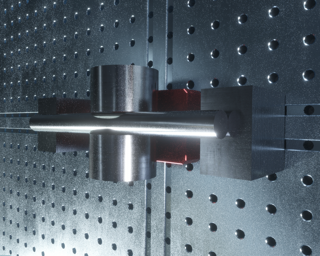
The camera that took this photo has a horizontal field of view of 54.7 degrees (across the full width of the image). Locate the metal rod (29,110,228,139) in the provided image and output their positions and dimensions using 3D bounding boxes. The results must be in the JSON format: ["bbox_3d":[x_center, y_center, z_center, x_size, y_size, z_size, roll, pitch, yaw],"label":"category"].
[{"bbox_3d":[-0.064,-0.005,0.357,0.300,0.025,0.025,1,91,40],"label":"metal rod"}]

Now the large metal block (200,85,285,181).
[{"bbox_3d":[0.083,0.004,0.304,0.050,0.081,0.080,1,91,40],"label":"large metal block"}]

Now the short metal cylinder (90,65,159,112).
[{"bbox_3d":[-0.042,-0.043,0.369,0.080,0.081,0.050,1,91,40],"label":"short metal cylinder"}]

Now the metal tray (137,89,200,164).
[{"bbox_3d":[-0.009,-0.003,0.414,0.130,0.030,0.089,2,91,40],"label":"metal tray"}]

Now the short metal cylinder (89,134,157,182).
[{"bbox_3d":[-0.044,0.032,0.371,0.080,0.081,0.050,1,91,40],"label":"short metal cylinder"}]

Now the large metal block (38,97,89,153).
[{"bbox_3d":[-0.142,-0.005,0.489,0.050,0.081,0.080,1,91,40],"label":"large metal block"}]
